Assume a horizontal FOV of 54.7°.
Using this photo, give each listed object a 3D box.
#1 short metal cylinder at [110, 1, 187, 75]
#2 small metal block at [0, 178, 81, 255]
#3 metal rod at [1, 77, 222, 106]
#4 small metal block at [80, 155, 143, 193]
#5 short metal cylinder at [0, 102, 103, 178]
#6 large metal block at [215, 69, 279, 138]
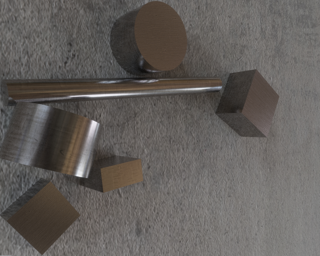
[{"bbox_3d":[-0.013,-0.107,0.379,0.081,0.050,0.079,0,90,-40],"label":"short metal cylinder"},{"bbox_3d":[-0.118,0.087,0.308,0.050,0.025,0.050,-46,118,-30],"label":"small metal block"},{"bbox_3d":[-0.028,-0.050,0.382,0.302,0.025,0.025,-9,96,-40],"label":"metal rod"},{"bbox_3d":[-0.055,0.049,0.344,0.050,0.050,0.025,-10,97,-40],"label":"small metal block"},{"bbox_3d":[-0.099,0.013,0.287,0.080,0.080,0.050,22,76,-38],"label":"short metal cylinder"},{"bbox_3d":[0.147,-0.039,0.515,0.080,0.050,0.080,36,68,-35],"label":"large metal block"}]
